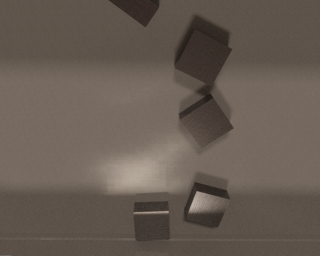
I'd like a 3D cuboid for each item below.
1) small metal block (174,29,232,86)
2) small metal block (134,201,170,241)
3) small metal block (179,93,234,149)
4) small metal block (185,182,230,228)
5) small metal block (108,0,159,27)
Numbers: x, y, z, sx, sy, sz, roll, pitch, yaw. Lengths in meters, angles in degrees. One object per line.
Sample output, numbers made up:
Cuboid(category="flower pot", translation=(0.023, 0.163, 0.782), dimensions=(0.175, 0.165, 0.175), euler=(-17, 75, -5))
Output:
Cuboid(category="small metal block", translation=(0.052, -0.087, 0.380), dimensions=(0.050, 0.025, 0.050), euler=(25, 108, -9))
Cuboid(category="small metal block", translation=(-0.012, 0.139, 0.462), dimensions=(0.050, 0.025, 0.050), euler=(-2, 110, 0))
Cuboid(category="small metal block", translation=(0.060, -0.009, 0.409), dimensions=(0.050, 0.025, 0.050), euler=(-34, 107, 11))
Cuboid(category="small metal block", translation=(0.068, 0.113, 0.454), dimensions=(0.050, 0.025, 0.050), euler=(16, 109, -6))
Cuboid(category="small metal block", translation=(-0.029, -0.139, 0.346), dimensions=(0.050, 0.050, 0.025), euler=(34, 107, -12))
